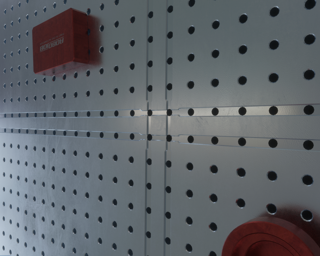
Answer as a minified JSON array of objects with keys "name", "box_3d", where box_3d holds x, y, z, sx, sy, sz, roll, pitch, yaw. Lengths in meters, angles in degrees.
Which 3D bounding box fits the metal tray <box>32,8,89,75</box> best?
[{"name":"metal tray","box_3d":[-0.181,-0.150,0.556,0.130,0.030,0.089,-5,87,39]}]

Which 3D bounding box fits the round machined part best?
[{"name":"round machined part","box_3d":[0.114,0.136,0.304,0.098,0.042,0.097,0,90,40]}]
